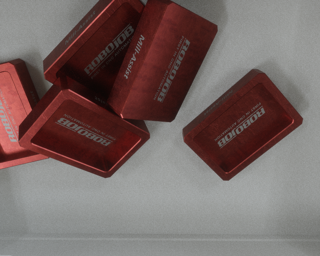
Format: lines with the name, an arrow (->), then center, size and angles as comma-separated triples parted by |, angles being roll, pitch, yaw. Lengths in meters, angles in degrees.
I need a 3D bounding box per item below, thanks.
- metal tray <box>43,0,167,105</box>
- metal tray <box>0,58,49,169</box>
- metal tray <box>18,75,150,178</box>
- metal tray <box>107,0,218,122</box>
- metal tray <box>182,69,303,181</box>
metal tray -> -0.056, -0.085, 0.355 | 0.130, 0.030, 0.090 | -41, 132, 15
metal tray -> -0.200, -0.015, 0.400 | 0.090, 0.030, 0.129 | -13, 110, 4
metal tray -> -0.088, 0.005, 0.378 | 0.090, 0.030, 0.131 | -45, 131, 17
metal tray -> 0.004, -0.071, 0.354 | 0.091, 0.030, 0.129 | 4, 118, -48
metal tray -> 0.106, -0.002, 0.409 | 0.130, 0.030, 0.090 | -42, 106, 13
